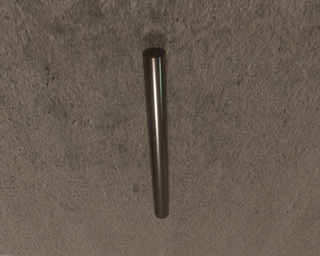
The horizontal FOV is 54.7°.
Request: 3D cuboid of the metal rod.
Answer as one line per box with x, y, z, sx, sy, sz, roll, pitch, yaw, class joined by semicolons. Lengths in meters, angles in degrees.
-0.002;0.031;0.433;0.025;0.025;0.298;-2;130;1;metal rod
